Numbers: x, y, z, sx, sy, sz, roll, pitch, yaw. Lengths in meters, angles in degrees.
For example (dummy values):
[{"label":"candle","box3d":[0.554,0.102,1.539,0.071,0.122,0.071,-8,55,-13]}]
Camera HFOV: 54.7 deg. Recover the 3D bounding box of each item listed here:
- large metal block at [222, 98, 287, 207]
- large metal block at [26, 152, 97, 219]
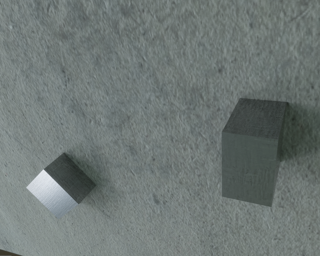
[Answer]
[{"label":"large metal block","box3d":[0.101,0.022,0.331,0.050,0.080,0.079,8,122,24]},{"label":"large metal block","box3d":[-0.173,0.103,0.543,0.080,0.050,0.080,47,129,-5]}]
